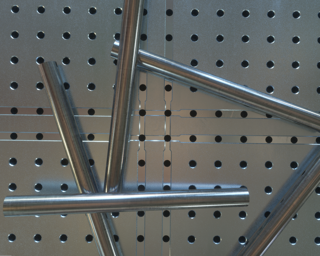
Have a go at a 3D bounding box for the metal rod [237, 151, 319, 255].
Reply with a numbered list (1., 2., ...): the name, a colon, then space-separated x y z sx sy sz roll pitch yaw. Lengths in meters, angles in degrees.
1. metal rod: 0.163 0.118 0.415 0.025 0.025 0.300 39 90 -1

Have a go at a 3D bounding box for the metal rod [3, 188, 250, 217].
1. metal rod: -0.035 0.093 0.394 0.302 0.025 0.025 0 90 -8

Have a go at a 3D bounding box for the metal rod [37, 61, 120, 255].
1. metal rod: -0.104 0.058 0.412 0.025 0.025 0.298 -18 90 0

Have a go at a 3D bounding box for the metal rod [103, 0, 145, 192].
1. metal rod: -0.044 -0.061 0.391 0.025 0.025 0.298 7 98 -1

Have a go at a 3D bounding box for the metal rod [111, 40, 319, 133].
1. metal rod: 0.081 -0.055 0.414 0.302 0.025 0.025 20 90 -1
